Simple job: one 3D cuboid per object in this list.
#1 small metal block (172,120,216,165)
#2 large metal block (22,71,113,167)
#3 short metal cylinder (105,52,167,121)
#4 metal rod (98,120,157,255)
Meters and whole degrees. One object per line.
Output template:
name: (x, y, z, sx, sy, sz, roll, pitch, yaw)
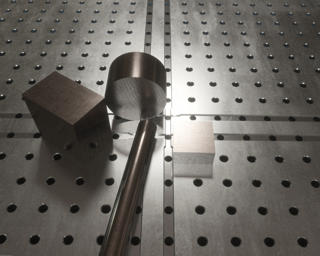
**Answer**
small metal block: (0.042, 0.018, 0.393, 0.050, 0.025, 0.050, 2, 50, 1)
large metal block: (-0.109, -0.011, 0.380, 0.080, 0.080, 0.050, 28, 55, 21)
short metal cylinder: (-0.031, -0.055, 0.418, 0.081, 0.080, 0.050, 0, 50, 0)
metal rod: (-0.044, 0.111, 0.313, 0.025, 0.025, 0.300, 8, 50, 6)
